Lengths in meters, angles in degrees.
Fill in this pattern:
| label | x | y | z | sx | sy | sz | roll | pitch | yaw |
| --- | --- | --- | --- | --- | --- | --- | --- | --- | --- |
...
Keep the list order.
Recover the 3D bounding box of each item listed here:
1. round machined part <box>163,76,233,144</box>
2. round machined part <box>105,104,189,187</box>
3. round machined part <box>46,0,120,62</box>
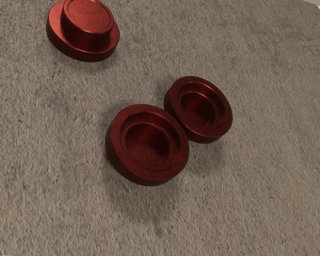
| label | x | y | z | sx | sy | sz | roll | pitch | yaw |
| --- | --- | --- | --- | --- | --- | --- | --- | --- | --- |
| round machined part | 0.049 | -0.021 | 0.434 | 0.099 | 0.042 | 0.098 | 14 | 56 | -21 |
| round machined part | -0.018 | 0.023 | 0.370 | 0.099 | 0.042 | 0.098 | 14 | 56 | -21 |
| round machined part | -0.102 | -0.142 | 0.426 | 0.099 | 0.042 | 0.098 | 14 | 56 | -21 |
